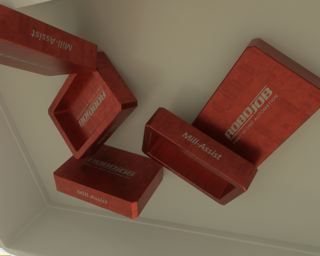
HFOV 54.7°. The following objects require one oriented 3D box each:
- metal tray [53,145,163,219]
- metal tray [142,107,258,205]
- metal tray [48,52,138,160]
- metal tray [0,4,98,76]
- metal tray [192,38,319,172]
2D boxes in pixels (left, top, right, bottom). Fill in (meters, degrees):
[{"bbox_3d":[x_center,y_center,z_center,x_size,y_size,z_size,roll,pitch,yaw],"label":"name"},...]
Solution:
[{"bbox_3d":[-0.072,0.069,0.444,0.130,0.090,0.030,15,125,19],"label":"metal tray"},{"bbox_3d":[0.041,0.038,0.378,0.130,0.030,0.090,33,156,9],"label":"metal tray"},{"bbox_3d":[-0.096,-0.027,0.417,0.129,0.030,0.090,-44,75,37],"label":"metal tray"},{"bbox_3d":[-0.143,-0.087,0.329,0.090,0.131,0.030,1,86,33],"label":"metal tray"},{"bbox_3d":[0.101,-0.019,0.340,0.090,0.030,0.129,35,129,4],"label":"metal tray"}]
